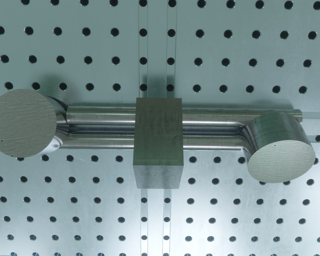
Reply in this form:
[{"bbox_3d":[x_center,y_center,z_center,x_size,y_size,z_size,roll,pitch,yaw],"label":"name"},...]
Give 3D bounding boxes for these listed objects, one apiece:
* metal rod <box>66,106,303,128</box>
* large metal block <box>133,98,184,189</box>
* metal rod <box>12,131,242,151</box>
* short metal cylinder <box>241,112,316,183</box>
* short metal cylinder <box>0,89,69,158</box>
[{"bbox_3d":[0.032,-0.015,0.408,0.302,0.025,0.025,1,110,-1],"label":"metal rod"},{"bbox_3d":[-0.002,0.020,0.359,0.050,0.080,0.080,1,152,0],"label":"large metal block"},{"bbox_3d":[-0.043,0.017,0.419,0.302,0.025,0.025,1,110,-1],"label":"metal rod"},{"bbox_3d":[0.148,0.026,0.397,0.081,0.050,0.079,0,132,0],"label":"short metal cylinder"},{"bbox_3d":[-0.160,-0.005,0.382,0.081,0.050,0.080,0,87,-1],"label":"short metal cylinder"}]
